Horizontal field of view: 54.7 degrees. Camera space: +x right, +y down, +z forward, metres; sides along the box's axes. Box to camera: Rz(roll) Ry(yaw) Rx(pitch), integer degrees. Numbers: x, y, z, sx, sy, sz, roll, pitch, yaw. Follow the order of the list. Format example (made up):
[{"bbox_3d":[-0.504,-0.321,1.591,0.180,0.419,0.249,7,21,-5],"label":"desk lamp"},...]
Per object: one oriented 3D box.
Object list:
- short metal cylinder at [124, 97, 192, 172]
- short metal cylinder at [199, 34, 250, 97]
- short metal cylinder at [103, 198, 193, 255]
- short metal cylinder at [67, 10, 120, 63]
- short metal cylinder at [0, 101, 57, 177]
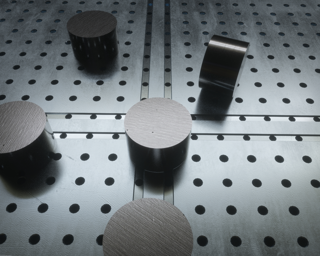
[{"bbox_3d":[-0.002,0.008,0.385,0.081,0.050,0.080,0,50,0],"label":"short metal cylinder"},{"bbox_3d":[0.093,-0.089,0.448,0.050,0.080,0.080,18,52,14],"label":"short metal cylinder"},{"bbox_3d":[-0.011,0.114,0.295,0.081,0.050,0.080,0,50,0],"label":"short metal cylinder"},{"bbox_3d":[-0.110,-0.153,0.519,0.081,0.050,0.080,0,50,0],"label":"short metal cylinder"},{"bbox_3d":[-0.174,0.013,0.379,0.081,0.050,0.080,0,50,0],"label":"short metal cylinder"}]
